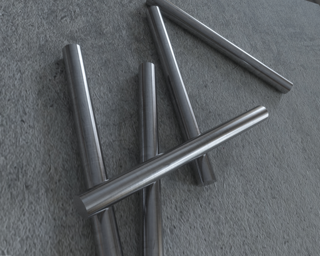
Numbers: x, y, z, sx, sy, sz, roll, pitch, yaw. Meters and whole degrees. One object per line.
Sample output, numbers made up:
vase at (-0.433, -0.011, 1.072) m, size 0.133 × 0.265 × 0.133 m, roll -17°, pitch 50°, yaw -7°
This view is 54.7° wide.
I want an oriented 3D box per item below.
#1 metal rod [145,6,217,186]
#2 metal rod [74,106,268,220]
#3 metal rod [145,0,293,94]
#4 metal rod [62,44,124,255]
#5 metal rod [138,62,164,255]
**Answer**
metal rod at (0.024, -0.062, 0.453) m, size 0.025 × 0.025 × 0.299 m, roll -1°, pitch 62°, yaw -29°
metal rod at (0.039, 0.026, 0.375) m, size 0.302 × 0.025 × 0.025 m, roll -23°, pitch 74°, yaw -36°
metal rod at (0.110, -0.149, 0.553) m, size 0.301 × 0.025 × 0.025 m, roll 30°, pitch 52°, yaw -9°
metal rod at (-0.076, 0.030, 0.344) m, size 0.025 × 0.025 × 0.299 m, roll -2°, pitch 63°, yaw -29°
metal rod at (-0.013, 0.043, 0.370) m, size 0.025 × 0.025 × 0.299 m, roll 11°, pitch 57°, yaw -22°
